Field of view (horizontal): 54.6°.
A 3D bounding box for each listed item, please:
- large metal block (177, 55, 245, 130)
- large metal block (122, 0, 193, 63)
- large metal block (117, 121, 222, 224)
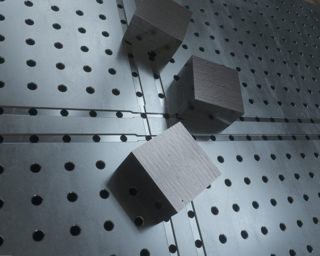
[{"bbox_3d":[0.073,-0.052,0.462,0.081,0.050,0.080,14,56,-21],"label":"large metal block"},{"bbox_3d":[-0.002,-0.163,0.490,0.080,0.050,0.080,27,53,-12],"label":"large metal block"},{"bbox_3d":[0.011,0.051,0.366,0.081,0.050,0.080,-31,79,-38],"label":"large metal block"}]
